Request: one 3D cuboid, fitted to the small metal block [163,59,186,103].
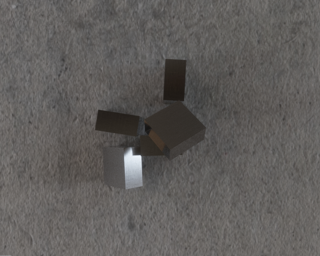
[{"bbox_3d":[0.018,-0.058,0.398,0.025,0.050,0.050,3,90,0],"label":"small metal block"}]

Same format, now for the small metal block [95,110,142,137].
[{"bbox_3d":[-0.051,-0.006,0.397,0.050,0.050,0.025,9,90,-1],"label":"small metal block"}]

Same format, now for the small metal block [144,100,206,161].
[{"bbox_3d":[0.017,0.002,0.362,0.050,0.025,0.050,-30,60,-19],"label":"small metal block"}]

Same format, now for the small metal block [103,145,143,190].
[{"bbox_3d":[-0.048,0.048,0.395,0.025,0.050,0.050,-3,90,-40],"label":"small metal block"}]

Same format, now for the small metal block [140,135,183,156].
[{"bbox_3d":[0.001,0.021,0.398,0.050,0.050,0.025,-2,90,-1],"label":"small metal block"}]
